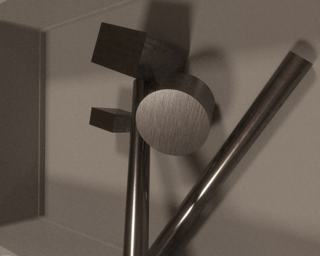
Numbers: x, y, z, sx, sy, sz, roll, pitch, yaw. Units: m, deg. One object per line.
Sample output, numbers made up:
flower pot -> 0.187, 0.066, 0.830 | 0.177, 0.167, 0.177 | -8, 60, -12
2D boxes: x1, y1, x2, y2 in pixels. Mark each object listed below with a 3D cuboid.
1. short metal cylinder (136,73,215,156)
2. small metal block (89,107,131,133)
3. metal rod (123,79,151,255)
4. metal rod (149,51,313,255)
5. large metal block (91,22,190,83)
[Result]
short metal cylinder -> 0.019, -0.016, 0.349 | 0.080, 0.050, 0.079 | 8, 120, 13
small metal block -> -0.063, -0.012, 0.440 | 0.050, 0.050, 0.025 | 17, 101, 38
metal rod -> -0.024, 0.064, 0.345 | 0.025, 0.025, 0.299 | -29, 47, 36
metal rod -> 0.064, 0.051, 0.352 | 0.025, 0.025, 0.298 | 45, 116, 30
large metal block -> -0.024, -0.090, 0.387 | 0.080, 0.081, 0.050 | 26, 103, 37
